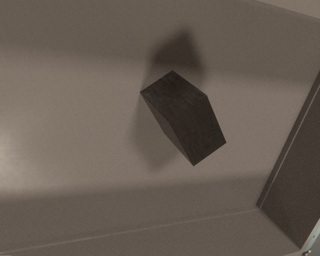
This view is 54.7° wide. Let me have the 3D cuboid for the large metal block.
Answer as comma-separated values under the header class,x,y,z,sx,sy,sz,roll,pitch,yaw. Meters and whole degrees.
class,x,y,z,sx,sy,sz,roll,pitch,yaw
large metal block,0.028,-0.013,0.382,0.050,0.080,0.080,-35,129,-5
